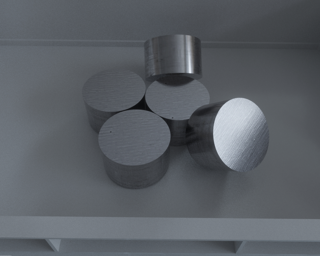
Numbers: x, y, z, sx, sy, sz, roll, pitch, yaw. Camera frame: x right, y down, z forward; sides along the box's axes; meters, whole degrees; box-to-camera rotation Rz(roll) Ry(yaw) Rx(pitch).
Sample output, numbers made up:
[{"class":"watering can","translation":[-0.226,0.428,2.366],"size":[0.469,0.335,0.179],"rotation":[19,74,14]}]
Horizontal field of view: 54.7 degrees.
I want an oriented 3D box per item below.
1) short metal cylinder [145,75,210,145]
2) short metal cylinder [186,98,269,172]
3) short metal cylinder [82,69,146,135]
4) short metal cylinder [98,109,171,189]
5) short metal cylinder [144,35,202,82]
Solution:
[{"class":"short metal cylinder","translation":[0.022,-0.024,0.407],"size":[0.081,0.050,0.080],"rotation":[0,50,0]},{"class":"short metal cylinder","translation":[0.077,0.009,0.354],"size":[0.081,0.050,0.080],"rotation":[3,85,-29]},{"class":"short metal cylinder","translation":[-0.059,-0.034,0.414],"size":[0.081,0.050,0.080],"rotation":[0,50,0]},{"class":"short metal cylinder","translation":[-0.028,0.024,0.366],"size":[0.081,0.050,0.080],"rotation":[0,50,0]},{"class":"short metal cylinder","translation":[0.019,-0.095,0.438],"size":[0.081,0.080,0.050],"rotation":[-2,89,-2]}]
